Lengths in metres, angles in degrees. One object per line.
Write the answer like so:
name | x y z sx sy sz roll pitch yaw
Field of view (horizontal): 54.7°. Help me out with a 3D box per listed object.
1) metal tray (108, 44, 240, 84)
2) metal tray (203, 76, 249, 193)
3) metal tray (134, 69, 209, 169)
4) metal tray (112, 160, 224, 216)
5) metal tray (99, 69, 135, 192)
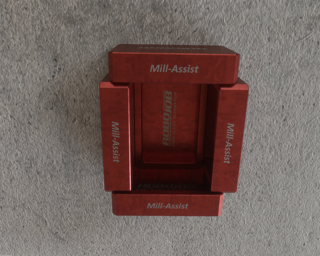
metal tray | 0.014 -0.074 0.349 0.131 0.090 0.030 1 110 -1
metal tray | 0.075 0.001 0.377 0.030 0.090 0.129 1 110 -1
metal tray | 0.013 -0.010 0.405 0.091 0.030 0.129 1 110 -1
metal tray | 0.009 0.075 0.404 0.131 0.090 0.030 1 110 -1
metal tray | -0.048 0.000 0.375 0.030 0.090 0.129 1 110 -1
